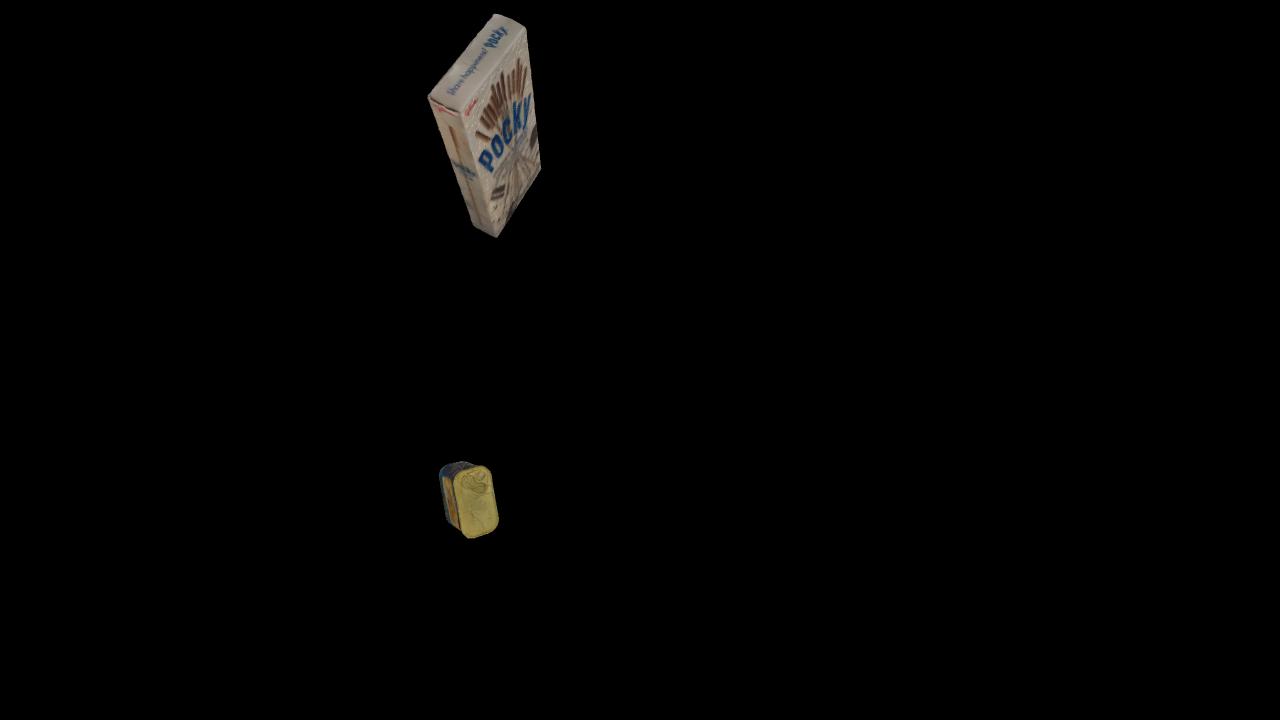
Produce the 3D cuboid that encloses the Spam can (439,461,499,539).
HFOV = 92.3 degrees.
[{"bbox_3d":[-0.259,0.206,0.921,0.058,0.101,0.085,-11,4,-34],"label":"Spam can"}]

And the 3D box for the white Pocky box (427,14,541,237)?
[{"bbox_3d":[-0.109,-0.167,0.463,0.028,0.084,0.154,26,-19,5],"label":"white Pocky box"}]
